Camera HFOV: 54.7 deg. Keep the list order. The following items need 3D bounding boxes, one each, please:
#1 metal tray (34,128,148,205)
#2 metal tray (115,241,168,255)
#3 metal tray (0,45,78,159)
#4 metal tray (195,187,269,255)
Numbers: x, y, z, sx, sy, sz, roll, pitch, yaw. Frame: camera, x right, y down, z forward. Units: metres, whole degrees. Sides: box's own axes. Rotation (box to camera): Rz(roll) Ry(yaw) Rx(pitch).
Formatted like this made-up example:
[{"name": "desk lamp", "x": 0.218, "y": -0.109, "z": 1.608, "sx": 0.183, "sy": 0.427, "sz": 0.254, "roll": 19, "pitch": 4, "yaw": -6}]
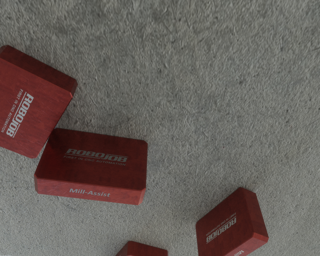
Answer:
[{"name": "metal tray", "x": -0.084, "y": 0.048, "z": 0.404, "sx": 0.131, "sy": 0.090, "sz": 0.030, "roll": 9, "pitch": 130, "yaw": -8}, {"name": "metal tray", "x": -0.051, "y": 0.290, "z": 0.650, "sx": 0.091, "sy": 0.030, "sz": 0.129, "roll": 22, "pitch": 127, "yaw": -18}, {"name": "metal tray", "x": -0.171, "y": -0.025, "z": 0.381, "sx": 0.090, "sy": 0.030, "sz": 0.129, "roll": 27, "pitch": 125, "yaw": -21}, {"name": "metal tray", "x": 0.112, "y": 0.170, "z": 0.509, "sx": 0.030, "sy": 0.090, "sz": 0.129, "roll": 25, "pitch": 126, "yaw": -20}]
